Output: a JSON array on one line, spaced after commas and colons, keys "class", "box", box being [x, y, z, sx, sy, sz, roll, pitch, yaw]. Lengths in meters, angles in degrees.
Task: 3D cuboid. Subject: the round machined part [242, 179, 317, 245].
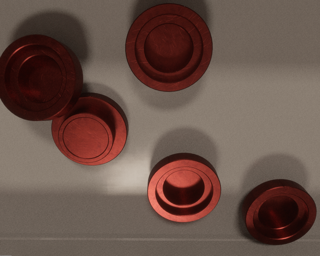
[{"class": "round machined part", "box": [0.167, 0.116, 0.447, 0.099, 0.042, 0.097, 0, 110, -1]}]

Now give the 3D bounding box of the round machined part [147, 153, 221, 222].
[{"class": "round machined part", "box": [0.032, 0.078, 0.432, 0.099, 0.042, 0.097, 0, 110, -1]}]

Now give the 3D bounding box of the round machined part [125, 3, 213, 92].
[{"class": "round machined part", "box": [0.010, -0.095, 0.367, 0.099, 0.042, 0.097, 0, 110, -1]}]

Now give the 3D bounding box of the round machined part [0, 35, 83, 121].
[{"class": "round machined part", "box": [-0.137, -0.057, 0.368, 0.098, 0.042, 0.097, 0, 92, 9]}]

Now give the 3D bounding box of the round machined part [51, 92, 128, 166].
[{"class": "round machined part", "box": [-0.092, 0.006, 0.403, 0.099, 0.042, 0.097, 0, 110, -1]}]
